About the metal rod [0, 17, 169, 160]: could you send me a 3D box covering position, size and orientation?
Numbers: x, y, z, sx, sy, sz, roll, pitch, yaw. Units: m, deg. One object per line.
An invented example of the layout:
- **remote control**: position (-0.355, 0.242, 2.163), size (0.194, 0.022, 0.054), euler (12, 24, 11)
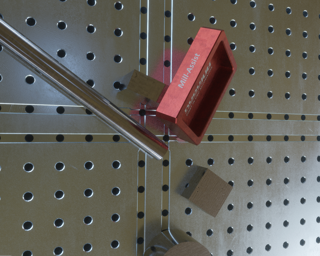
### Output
- **metal rod**: position (-0.111, -0.055, 0.372), size (0.301, 0.025, 0.025), euler (38, 78, -17)

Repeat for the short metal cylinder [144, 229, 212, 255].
- **short metal cylinder**: position (0.024, 0.182, 0.410), size (0.081, 0.050, 0.079), euler (0, 90, -20)

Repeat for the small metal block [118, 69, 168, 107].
- **small metal block**: position (-0.021, -0.048, 0.392), size (0.050, 0.050, 0.025), euler (23, 82, -19)

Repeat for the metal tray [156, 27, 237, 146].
- **metal tray**: position (0.052, -0.052, 0.403), size (0.130, 0.030, 0.090), euler (-62, 148, -10)

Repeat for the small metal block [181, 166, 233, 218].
- **small metal block**: position (0.067, 0.090, 0.439), size (0.050, 0.025, 0.050), euler (38, 78, -17)
